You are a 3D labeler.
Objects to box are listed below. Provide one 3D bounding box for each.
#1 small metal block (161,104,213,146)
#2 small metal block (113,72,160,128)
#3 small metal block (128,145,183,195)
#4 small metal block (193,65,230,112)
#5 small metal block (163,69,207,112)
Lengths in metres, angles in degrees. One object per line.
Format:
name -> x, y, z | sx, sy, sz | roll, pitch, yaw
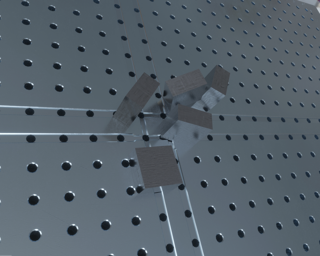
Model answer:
small metal block -> 0.035, -0.003, 0.414 | 0.050, 0.050, 0.025 | 15, 56, -20
small metal block -> -0.031, -0.036, 0.399 | 0.025, 0.050, 0.050 | 35, 51, -5
small metal block -> -0.006, 0.050, 0.375 | 0.050, 0.025, 0.050 | -2, 63, -30
small metal block -> 0.079, -0.059, 0.473 | 0.025, 0.050, 0.050 | 28, 52, -12
small metal block -> 0.034, -0.052, 0.433 | 0.050, 0.050, 0.025 | -22, 72, -11
